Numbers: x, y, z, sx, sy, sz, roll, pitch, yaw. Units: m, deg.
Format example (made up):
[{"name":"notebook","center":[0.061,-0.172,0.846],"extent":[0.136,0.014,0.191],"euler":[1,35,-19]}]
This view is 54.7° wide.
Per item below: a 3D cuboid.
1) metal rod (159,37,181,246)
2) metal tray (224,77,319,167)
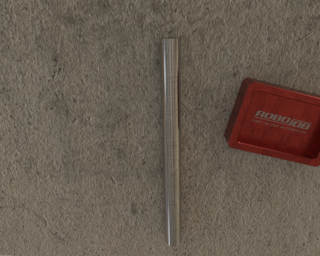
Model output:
[{"name":"metal rod","center":[0.016,0.032,0.421],"extent":[0.025,0.025,0.298],"euler":[-2,110,0]},{"name":"metal tray","center":[0.161,-0.007,0.406],"extent":[0.131,0.030,0.089],"euler":[13,110,-5]}]
